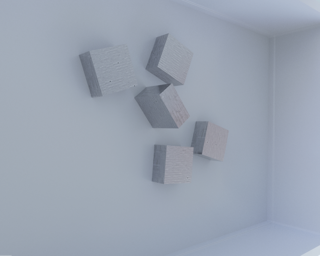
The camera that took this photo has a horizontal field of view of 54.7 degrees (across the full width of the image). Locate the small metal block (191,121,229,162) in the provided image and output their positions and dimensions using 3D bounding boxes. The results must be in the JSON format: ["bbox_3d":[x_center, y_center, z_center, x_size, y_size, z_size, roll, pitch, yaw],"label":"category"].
[{"bbox_3d":[0.076,0.021,0.473,0.050,0.025,0.050,21,77,-38],"label":"small metal block"}]

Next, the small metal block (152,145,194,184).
[{"bbox_3d":[0.018,0.049,0.424,0.050,0.025,0.050,7,86,-40],"label":"small metal block"}]

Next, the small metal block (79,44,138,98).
[{"bbox_3d":[-0.059,-0.066,0.359,0.050,0.025,0.050,-24,105,-38],"label":"small metal block"}]

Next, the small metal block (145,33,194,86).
[{"bbox_3d":[0.014,-0.091,0.420,0.050,0.025,0.050,28,72,-37],"label":"small metal block"}]

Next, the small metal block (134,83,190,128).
[{"bbox_3d":[0.002,-0.027,0.394,0.025,0.050,0.050,-46,118,-30],"label":"small metal block"}]
